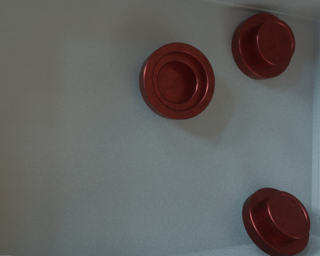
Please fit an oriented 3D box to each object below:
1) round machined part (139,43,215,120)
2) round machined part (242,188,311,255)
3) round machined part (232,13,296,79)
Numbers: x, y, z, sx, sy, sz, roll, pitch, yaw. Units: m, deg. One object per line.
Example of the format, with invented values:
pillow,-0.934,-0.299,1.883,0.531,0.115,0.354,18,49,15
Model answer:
round machined part,0.019,-0.059,0.410,0.099,0.042,0.097,0,90,-21
round machined part,0.172,0.129,0.441,0.099,0.042,0.098,13,50,-16
round machined part,0.161,-0.123,0.462,0.099,0.042,0.097,0,90,-21
